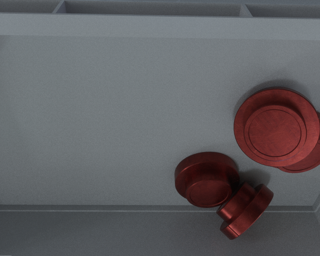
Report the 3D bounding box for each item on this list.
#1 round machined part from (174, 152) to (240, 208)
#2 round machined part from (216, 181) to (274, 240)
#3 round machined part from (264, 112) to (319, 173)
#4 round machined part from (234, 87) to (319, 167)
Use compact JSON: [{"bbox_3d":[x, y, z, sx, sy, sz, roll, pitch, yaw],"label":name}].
[{"bbox_3d":[0.072,0.085,0.472,0.099,0.042,0.097,-1,130,0],"label":"round machined part"},{"bbox_3d":[0.125,0.121,0.479,0.042,0.099,0.097,43,126,12],"label":"round machined part"},{"bbox_3d":[0.185,0.024,0.422,0.099,0.042,0.097,-1,130,0],"label":"round machined part"},{"bbox_3d":[0.138,0.001,0.371,0.098,0.042,0.097,6,106,21],"label":"round machined part"}]
